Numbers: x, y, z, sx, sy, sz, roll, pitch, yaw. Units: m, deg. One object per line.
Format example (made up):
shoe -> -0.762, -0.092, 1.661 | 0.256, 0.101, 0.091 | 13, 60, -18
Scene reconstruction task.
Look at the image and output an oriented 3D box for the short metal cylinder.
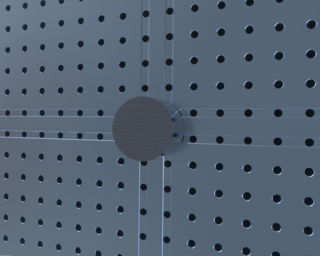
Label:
short metal cylinder -> -0.014, 0.001, 0.403 | 0.080, 0.050, 0.079 | 0, 90, 19
